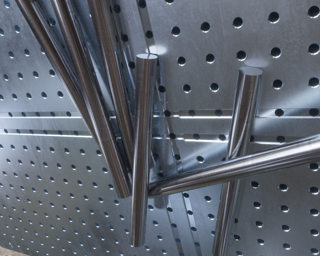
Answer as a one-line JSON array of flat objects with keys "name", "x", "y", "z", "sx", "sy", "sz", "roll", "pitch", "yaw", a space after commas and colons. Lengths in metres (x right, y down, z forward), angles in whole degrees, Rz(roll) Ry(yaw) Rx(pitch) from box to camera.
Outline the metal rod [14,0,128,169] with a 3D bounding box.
[{"name": "metal rod", "x": -0.121, "y": -0.055, "z": 0.441, "sx": 0.025, "sy": 0.025, "sz": 0.299, "roll": -13, "pitch": 112, "yaw": 34}]

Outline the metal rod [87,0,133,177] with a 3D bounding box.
[{"name": "metal rod", "x": -0.055, "y": -0.057, "z": 0.405, "sx": 0.025, "sy": 0.025, "sz": 0.298, "roll": 5, "pitch": 121, "yaw": 26}]

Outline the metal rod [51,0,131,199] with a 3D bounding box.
[{"name": "metal rod", "x": -0.088, "y": -0.037, "z": 0.420, "sx": 0.025, "sy": 0.025, "sz": 0.298, "roll": -3, "pitch": 112, "yaw": 30}]

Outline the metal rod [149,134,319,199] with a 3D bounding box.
[{"name": "metal rod", "x": 0.076, "y": 0.053, "z": 0.371, "sx": 0.299, "sy": 0.025, "sz": 0.025, "roll": -26, "pitch": 105, "yaw": 47}]

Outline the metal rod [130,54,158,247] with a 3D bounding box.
[{"name": "metal rod", "x": -0.026, "y": 0.048, "z": 0.433, "sx": 0.025, "sy": 0.025, "sz": 0.298, "roll": 15, "pitch": 118, "yaw": 20}]

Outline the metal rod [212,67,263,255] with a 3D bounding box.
[{"name": "metal rod", "x": 0.094, "y": 0.067, "z": 0.403, "sx": 0.025, "sy": 0.025, "sz": 0.298, "roll": 14, "pitch": 124, "yaw": 21}]
